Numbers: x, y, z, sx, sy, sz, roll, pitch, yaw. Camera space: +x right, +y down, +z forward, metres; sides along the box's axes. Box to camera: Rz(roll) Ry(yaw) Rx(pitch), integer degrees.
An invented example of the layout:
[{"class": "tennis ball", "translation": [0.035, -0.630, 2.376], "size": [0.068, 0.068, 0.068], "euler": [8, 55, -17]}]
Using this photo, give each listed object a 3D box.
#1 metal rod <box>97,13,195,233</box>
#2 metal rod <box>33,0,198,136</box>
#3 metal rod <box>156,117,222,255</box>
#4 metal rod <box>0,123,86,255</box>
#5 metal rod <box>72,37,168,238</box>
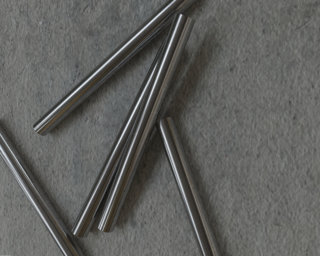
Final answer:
[{"class": "metal rod", "translation": [-0.023, 0.004, 0.400], "size": [0.025, 0.025, 0.298], "euler": [26, 104, 18]}, {"class": "metal rod", "translation": [-0.069, -0.087, 0.431], "size": [0.300, 0.025, 0.025], "euler": [-38, 78, 15]}, {"class": "metal rod", "translation": [0.054, 0.130, 0.389], "size": [0.025, 0.025, 0.299], "euler": [-21, 83, 18]}, {"class": "metal rod", "translation": [-0.188, 0.105, 0.473], "size": [0.025, 0.025, 0.300], "euler": [-41, 77, 15]}, {"class": "metal rod", "translation": [-0.049, 0.019, 0.425], "size": [0.025, 0.025, 0.298], "euler": [30, 99, 17]}]
